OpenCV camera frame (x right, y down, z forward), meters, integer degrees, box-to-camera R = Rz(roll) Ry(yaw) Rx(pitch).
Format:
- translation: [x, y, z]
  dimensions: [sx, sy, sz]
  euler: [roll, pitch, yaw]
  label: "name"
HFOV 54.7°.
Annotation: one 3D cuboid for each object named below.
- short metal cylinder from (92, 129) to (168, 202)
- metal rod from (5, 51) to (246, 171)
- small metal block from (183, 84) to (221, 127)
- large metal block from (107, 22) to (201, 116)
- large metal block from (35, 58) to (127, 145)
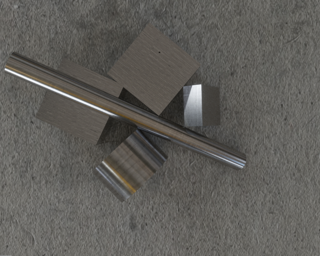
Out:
- translation: [-0.036, 0.045, 0.383]
  dimensions: [0.080, 0.080, 0.050]
  euler: [-44, 90, 0]
  label: "short metal cylinder"
- translation: [-0.026, -0.012, 0.370]
  dimensions: [0.302, 0.025, 0.025]
  euler: [23, 90, -17]
  label: "metal rod"
- translation: [0.054, -0.028, 0.397]
  dimensions: [0.025, 0.050, 0.050]
  euler: [-2, 90, 36]
  label: "small metal block"
- translation: [-0.007, -0.071, 0.396]
  dimensions: [0.080, 0.050, 0.080]
  euler: [39, 90, 0]
  label: "large metal block"
- translation: [-0.097, -0.032, 0.398]
  dimensions: [0.080, 0.050, 0.080]
  euler: [25, 90, 0]
  label: "large metal block"
